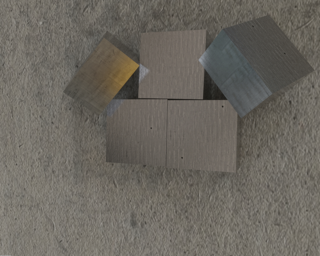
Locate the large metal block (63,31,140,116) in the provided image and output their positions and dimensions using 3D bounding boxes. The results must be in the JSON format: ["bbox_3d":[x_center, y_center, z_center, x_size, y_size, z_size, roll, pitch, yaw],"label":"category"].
[{"bbox_3d":[-0.073,-0.073,0.398,0.050,0.080,0.080,36,104,-19],"label":"large metal block"}]

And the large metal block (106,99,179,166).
[{"bbox_3d":[-0.022,0.004,0.403,0.080,0.050,0.079,2,91,19],"label":"large metal block"}]

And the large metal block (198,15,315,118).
[{"bbox_3d":[0.104,-0.069,0.338,0.080,0.081,0.050,56,147,11],"label":"large metal block"}]

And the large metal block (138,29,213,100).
[{"bbox_3d":[0.021,-0.075,0.389,0.080,0.050,0.079,3,91,19],"label":"large metal block"}]

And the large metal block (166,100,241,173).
[{"bbox_3d":[0.055,0.008,0.375,0.080,0.050,0.079,2,91,19],"label":"large metal block"}]
